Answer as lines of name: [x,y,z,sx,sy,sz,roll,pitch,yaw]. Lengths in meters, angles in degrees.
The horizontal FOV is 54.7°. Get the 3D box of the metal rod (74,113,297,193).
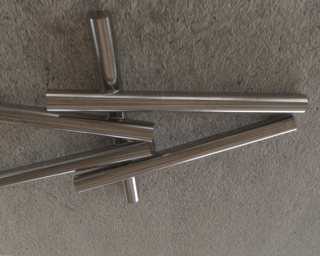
metal rod: [0.030,0.035,0.418,0.301,0.025,0.025,-17,129,5]

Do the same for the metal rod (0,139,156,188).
metal rod: [-0.150,0.056,0.436,0.301,0.025,0.025,-13,129,18]

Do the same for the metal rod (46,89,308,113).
metal rod: [0.027,-0.030,0.362,0.302,0.025,0.025,0,131,-9]

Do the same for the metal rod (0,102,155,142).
metal rod: [-0.158,-0.015,0.375,0.302,0.025,0.025,8,130,0]

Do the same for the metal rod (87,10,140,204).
metal rod: [-0.053,-0.001,0.407,0.025,0.025,0.298,-3,130,2]
